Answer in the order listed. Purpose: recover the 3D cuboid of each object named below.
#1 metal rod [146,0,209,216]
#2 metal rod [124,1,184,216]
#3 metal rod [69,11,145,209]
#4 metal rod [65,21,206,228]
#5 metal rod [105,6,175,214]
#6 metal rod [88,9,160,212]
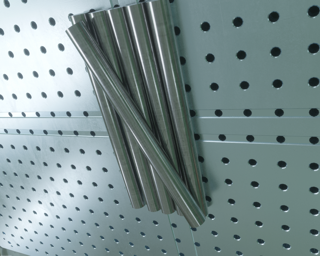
[{"bbox_3d":[0.028,-0.006,0.394,0.025,0.025,0.298,1,119,28],"label":"metal rod"},{"bbox_3d":[0.005,-0.006,0.406,0.025,0.025,0.298,1,119,28],"label":"metal rod"},{"bbox_3d":[-0.066,-0.008,0.441,0.025,0.025,0.298,1,119,28],"label":"metal rod"},{"bbox_3d":[-0.023,0.006,0.395,0.025,0.025,0.299,-21,107,36],"label":"metal rod"},{"bbox_3d":[-0.018,-0.006,0.417,0.025,0.025,0.298,1,119,28],"label":"metal rod"},{"bbox_3d":[-0.040,-0.006,0.428,0.025,0.025,0.298,1,119,28],"label":"metal rod"}]
